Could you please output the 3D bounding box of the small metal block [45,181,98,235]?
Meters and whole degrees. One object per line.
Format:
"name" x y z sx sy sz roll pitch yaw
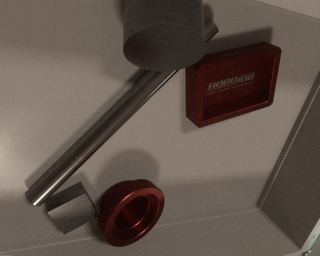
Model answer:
"small metal block" -0.117 0.107 0.412 0.050 0.025 0.050 -26 128 -12

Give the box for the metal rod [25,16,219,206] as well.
"metal rod" -0.047 -0.019 0.372 0.300 0.025 0.025 -44 130 2

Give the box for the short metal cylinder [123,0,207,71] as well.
"short metal cylinder" 0.004 -0.098 0.308 0.081 0.050 0.080 -2 162 0

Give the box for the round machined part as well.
"round machined part" -0.045 0.113 0.436 0.099 0.042 0.097 -23 129 -32

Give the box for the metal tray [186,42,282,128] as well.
"metal tray" 0.100 -0.060 0.424 0.131 0.030 0.089 -17 125 -19
